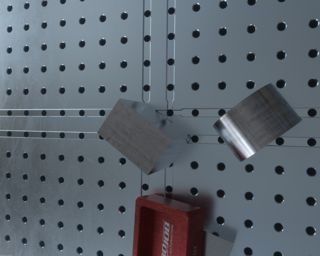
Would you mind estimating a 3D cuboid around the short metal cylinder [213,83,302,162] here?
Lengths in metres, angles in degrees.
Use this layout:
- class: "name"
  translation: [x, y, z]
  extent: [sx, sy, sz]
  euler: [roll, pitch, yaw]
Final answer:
- class: "short metal cylinder"
  translation: [0.107, -0.005, 0.345]
  extent: [0.080, 0.080, 0.050]
  euler: [-38, 78, 16]

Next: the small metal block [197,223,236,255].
- class: "small metal block"
  translation: [0.062, 0.153, 0.390]
  extent: [0.050, 0.025, 0.050]
  euler: [19, 96, 18]

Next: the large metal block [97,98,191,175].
- class: "large metal block"
  translation: [-0.017, 0.009, 0.389]
  extent: [0.080, 0.080, 0.050]
  euler: [38, 102, 16]

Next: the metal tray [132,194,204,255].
- class: "metal tray"
  translation: [0.007, 0.157, 0.389]
  extent: [0.090, 0.030, 0.129]
  euler: [5, 92, 44]
